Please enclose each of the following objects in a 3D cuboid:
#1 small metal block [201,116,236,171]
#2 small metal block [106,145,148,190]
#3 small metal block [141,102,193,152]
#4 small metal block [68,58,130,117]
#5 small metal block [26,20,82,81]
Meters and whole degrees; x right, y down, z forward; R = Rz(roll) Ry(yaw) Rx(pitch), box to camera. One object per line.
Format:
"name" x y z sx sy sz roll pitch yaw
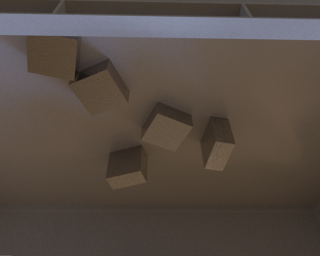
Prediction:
"small metal block" 0.075 0.021 0.411 0.025 0.050 0.050 8 130 -7
"small metal block" -0.046 0.055 0.439 0.050 0.050 0.025 -14 129 11
"small metal block" 0.008 -0.001 0.409 0.050 0.025 0.050 20 127 -17
"small metal block" -0.071 -0.047 0.368 0.050 0.025 0.050 -19 128 15
"small metal block" -0.115 -0.083 0.336 0.050 0.025 0.050 10 130 -9
